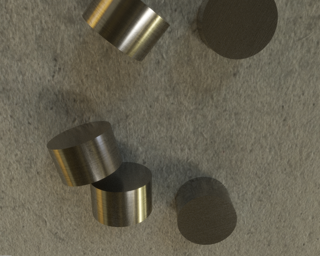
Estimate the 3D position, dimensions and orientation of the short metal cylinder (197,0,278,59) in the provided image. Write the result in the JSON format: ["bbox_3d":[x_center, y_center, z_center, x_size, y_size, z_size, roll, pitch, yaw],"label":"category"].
[{"bbox_3d":[0.085,-0.122,0.353,0.081,0.050,0.079,0,110,-1],"label":"short metal cylinder"}]

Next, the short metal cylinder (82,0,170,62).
[{"bbox_3d":[-0.036,-0.118,0.337,0.080,0.080,0.050,37,106,-13],"label":"short metal cylinder"}]

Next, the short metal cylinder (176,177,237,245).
[{"bbox_3d":[0.063,0.117,0.441,0.081,0.050,0.079,0,110,-1],"label":"short metal cylinder"}]

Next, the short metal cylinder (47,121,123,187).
[{"bbox_3d":[-0.093,0.030,0.390,0.080,0.080,0.050,-14,110,5],"label":"short metal cylinder"}]

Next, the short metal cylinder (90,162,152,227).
[{"bbox_3d":[-0.051,0.085,0.411,0.081,0.080,0.050,0,110,-1],"label":"short metal cylinder"}]
